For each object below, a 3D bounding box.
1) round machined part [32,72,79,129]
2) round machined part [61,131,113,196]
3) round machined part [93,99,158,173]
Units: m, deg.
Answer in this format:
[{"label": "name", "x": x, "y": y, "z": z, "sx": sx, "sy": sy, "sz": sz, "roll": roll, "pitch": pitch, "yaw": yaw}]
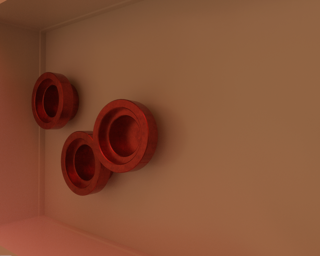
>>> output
[{"label": "round machined part", "x": -0.179, "y": -0.046, "z": 0.540, "sx": 0.098, "sy": 0.042, "sz": 0.097, "roll": 0, "pitch": 90, "yaw": 39}, {"label": "round machined part", "x": -0.108, "y": 0.053, "z": 0.482, "sx": 0.098, "sy": 0.042, "sz": 0.097, "roll": 0, "pitch": 90, "yaw": 39}, {"label": "round machined part", "x": -0.042, "y": 0.011, "z": 0.425, "sx": 0.098, "sy": 0.042, "sz": 0.097, "roll": -2, "pitch": 86, "yaw": 34}]
